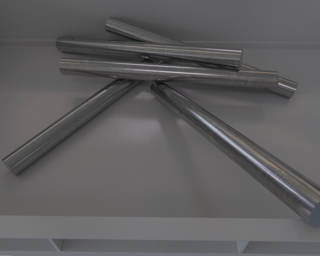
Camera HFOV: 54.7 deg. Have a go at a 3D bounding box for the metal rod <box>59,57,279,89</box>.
[{"bbox_3d":[0.012,-0.077,0.437,0.302,0.025,0.025,4,50,2],"label":"metal rod"}]

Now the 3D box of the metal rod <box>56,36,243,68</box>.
[{"bbox_3d":[-0.028,-0.119,0.473,0.301,0.025,0.025,10,50,20],"label":"metal rod"}]

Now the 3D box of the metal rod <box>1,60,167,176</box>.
[{"bbox_3d":[-0.081,-0.041,0.438,0.025,0.025,0.301,33,57,24],"label":"metal rod"}]

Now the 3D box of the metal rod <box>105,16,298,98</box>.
[{"bbox_3d":[0.057,-0.110,0.473,0.301,0.025,0.025,22,53,8],"label":"metal rod"}]

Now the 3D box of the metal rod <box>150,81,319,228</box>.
[{"bbox_3d":[0.052,-0.002,0.329,0.025,0.025,0.300,-19,28,-15],"label":"metal rod"}]
